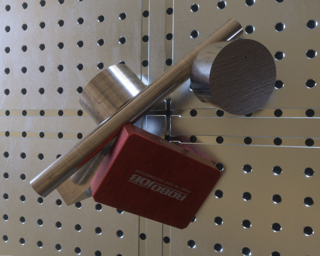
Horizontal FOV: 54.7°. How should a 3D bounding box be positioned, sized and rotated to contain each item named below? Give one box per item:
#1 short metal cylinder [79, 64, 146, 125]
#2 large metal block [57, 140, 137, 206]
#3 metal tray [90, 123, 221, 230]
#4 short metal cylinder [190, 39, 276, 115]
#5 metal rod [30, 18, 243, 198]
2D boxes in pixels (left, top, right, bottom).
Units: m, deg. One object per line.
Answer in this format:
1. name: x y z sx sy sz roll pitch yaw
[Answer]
1. short metal cylinder: -0.055 -0.036 0.402 0.080 0.080 0.050 -45 76 14
2. large metal block: -0.085 0.051 0.412 0.080 0.080 0.050 -41 77 15
3. metal tray: -0.003 0.061 0.368 0.131 0.030 0.090 26 101 -25
4. short metal cylinder: 0.081 -0.058 0.349 0.081 0.050 0.079 -4 104 -17
5. metal rod: -0.021 -0.028 0.362 0.301 0.025 0.025 -40 77 -7
